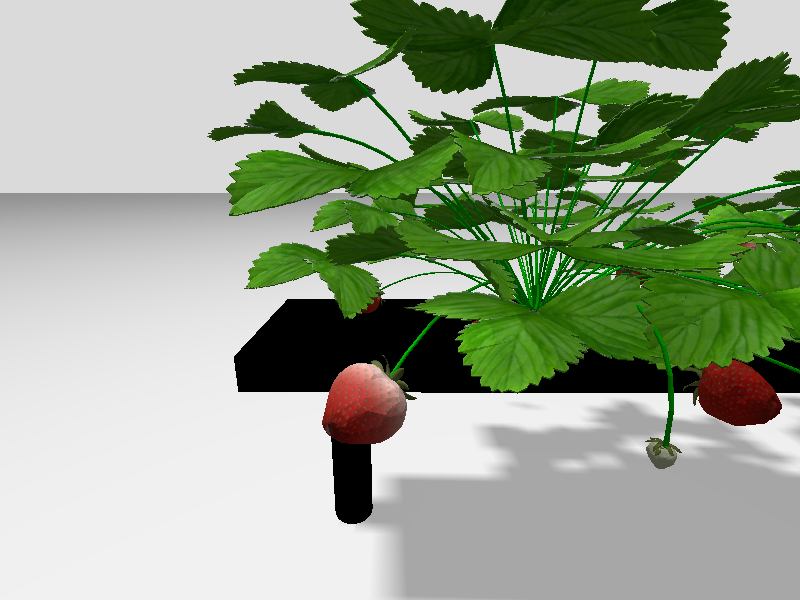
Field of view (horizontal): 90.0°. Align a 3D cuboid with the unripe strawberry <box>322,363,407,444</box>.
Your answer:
[{"bbox_3d":[-0.019,0.052,0.197,0.041,0.036,0.041,13,30,37],"label":"unripe strawberry"}]

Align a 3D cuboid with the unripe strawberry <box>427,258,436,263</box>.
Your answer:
[{"bbox_3d":[0.047,-0.061,0.598,0.013,0.012,0.012,-5,18,-17],"label":"unripe strawberry"}]

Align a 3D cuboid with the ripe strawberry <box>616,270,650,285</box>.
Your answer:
[{"bbox_3d":[0.283,-0.034,0.484,0.035,0.035,0.039,-12,21,-36],"label":"ripe strawberry"}]

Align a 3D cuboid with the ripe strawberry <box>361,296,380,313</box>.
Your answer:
[{"bbox_3d":[-0.038,-0.002,0.391,0.034,0.034,0.032,-16,13,13],"label":"ripe strawberry"}]

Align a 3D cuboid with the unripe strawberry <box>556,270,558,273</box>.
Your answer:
[{"bbox_3d":[0.213,-0.037,0.536,0.009,0.010,0.010,8,19,26],"label":"unripe strawberry"}]

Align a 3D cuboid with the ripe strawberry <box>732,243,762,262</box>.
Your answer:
[{"bbox_3d":[0.516,-0.070,0.595,0.044,0.039,0.040,-4,5,-13],"label":"ripe strawberry"}]

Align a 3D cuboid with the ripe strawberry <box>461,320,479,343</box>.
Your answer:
[{"bbox_3d":[0.058,0.029,0.286,0.033,0.030,0.030,13,22,36],"label":"ripe strawberry"}]

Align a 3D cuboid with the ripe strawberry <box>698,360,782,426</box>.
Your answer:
[{"bbox_3d":[0.175,0.050,0.208,0.031,0.035,0.033,-5,19,-16],"label":"ripe strawberry"}]

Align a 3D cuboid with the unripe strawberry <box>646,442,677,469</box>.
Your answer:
[{"bbox_3d":[0.119,0.071,0.182,0.011,0.012,0.012,1,17,2],"label":"unripe strawberry"}]
